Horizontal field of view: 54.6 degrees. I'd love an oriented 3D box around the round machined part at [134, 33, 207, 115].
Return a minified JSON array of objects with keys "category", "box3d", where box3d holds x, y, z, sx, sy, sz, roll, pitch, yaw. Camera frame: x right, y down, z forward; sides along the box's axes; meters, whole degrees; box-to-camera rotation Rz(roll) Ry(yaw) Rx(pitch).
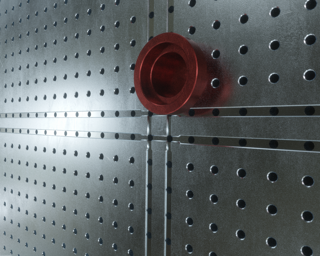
[{"category":"round machined part","box3d":[0.017,-0.065,0.385,0.098,0.042,0.097,0,90,40]}]
